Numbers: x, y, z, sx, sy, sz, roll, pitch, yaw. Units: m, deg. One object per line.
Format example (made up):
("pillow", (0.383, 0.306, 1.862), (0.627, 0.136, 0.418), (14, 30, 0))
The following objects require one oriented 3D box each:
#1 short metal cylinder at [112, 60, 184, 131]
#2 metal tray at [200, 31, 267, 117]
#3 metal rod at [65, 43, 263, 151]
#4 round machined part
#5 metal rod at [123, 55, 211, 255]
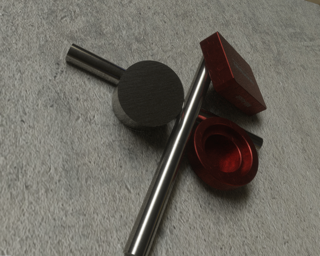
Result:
("short metal cylinder", (-0.016, -0.038, 0.386), (0.081, 0.050, 0.080), (2, 82, -16))
("metal tray", (0.115, -0.078, 0.475), (0.131, 0.030, 0.090), (22, 48, -50))
("metal rod", (0.015, -0.037, 0.437), (0.301, 0.025, 0.025), (25, 53, -13))
("round machined part", (0.078, 0.037, 0.413), (0.099, 0.042, 0.098), (14, 56, -21))
("metal rod", (0.025, 0.012, 0.389), (0.025, 0.025, 0.300), (29, 58, -10))
